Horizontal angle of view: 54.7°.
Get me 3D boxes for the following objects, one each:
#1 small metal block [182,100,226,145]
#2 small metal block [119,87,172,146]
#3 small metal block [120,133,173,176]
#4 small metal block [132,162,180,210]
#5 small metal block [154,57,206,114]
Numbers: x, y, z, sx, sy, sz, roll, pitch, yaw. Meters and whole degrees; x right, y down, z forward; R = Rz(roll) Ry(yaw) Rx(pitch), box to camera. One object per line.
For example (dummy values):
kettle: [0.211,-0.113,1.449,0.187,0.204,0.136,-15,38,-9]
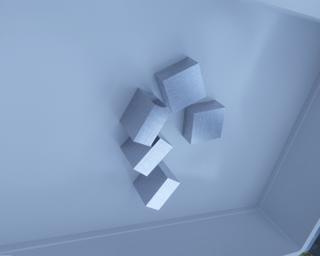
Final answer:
small metal block: [0.062,-0.009,0.439,0.050,0.025,0.050,-12,124,-23]
small metal block: [-0.019,-0.014,0.375,0.025,0.050,0.050,20,108,-36]
small metal block: [-0.019,0.025,0.399,0.050,0.050,0.025,-49,129,6]
small metal block: [-0.006,0.078,0.439,0.025,0.050,0.050,30,102,-38]
small metal block: [0.026,-0.054,0.391,0.050,0.025,0.050,-28,129,-11]
